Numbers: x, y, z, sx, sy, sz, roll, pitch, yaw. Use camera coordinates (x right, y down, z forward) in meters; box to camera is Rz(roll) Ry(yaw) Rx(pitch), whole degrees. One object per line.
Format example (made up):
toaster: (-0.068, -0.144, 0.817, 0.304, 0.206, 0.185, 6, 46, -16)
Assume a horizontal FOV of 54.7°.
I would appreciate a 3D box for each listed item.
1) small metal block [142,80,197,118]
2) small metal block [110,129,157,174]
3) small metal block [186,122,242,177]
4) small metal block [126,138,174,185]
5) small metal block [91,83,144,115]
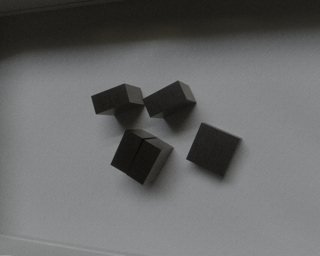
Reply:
small metal block: (0.013, -0.034, 0.392, 0.050, 0.050, 0.025, -26, 82, 18)
small metal block: (-0.033, 0.029, 0.408, 0.025, 0.050, 0.050, 27, 99, 18)
small metal block: (0.068, 0.026, 0.386, 0.050, 0.025, 0.050, 24, 98, 18)
small metal block: (-0.012, 0.042, 0.400, 0.025, 0.050, 0.050, 30, 100, 17)
small metal block: (-0.055, -0.037, 0.415, 0.050, 0.050, 0.025, -18, 84, 19)
